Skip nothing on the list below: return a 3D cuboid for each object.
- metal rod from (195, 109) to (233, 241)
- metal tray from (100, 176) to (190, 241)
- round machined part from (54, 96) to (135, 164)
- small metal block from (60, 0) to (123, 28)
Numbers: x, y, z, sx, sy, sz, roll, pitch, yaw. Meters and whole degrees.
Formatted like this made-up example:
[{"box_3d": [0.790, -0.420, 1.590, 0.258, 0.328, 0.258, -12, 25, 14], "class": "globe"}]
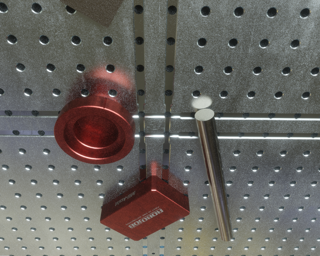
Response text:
[{"box_3d": [0.091, 0.093, 0.492, 0.025, 0.025, 0.299, -11, 130, 8], "class": "metal rod"}, {"box_3d": [-0.026, 0.141, 0.528, 0.130, 0.030, 0.090, -35, 122, 26], "class": "metal tray"}, {"box_3d": [-0.081, -0.001, 0.398, 0.099, 0.042, 0.097, -1, 130, 0], "class": "round machined part"}, {"box_3d": [-0.060, -0.134, 0.297, 0.050, 0.025, 0.050, 26, 125, -21], "class": "small metal block"}]
